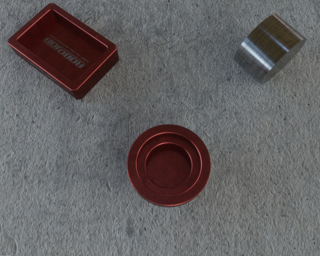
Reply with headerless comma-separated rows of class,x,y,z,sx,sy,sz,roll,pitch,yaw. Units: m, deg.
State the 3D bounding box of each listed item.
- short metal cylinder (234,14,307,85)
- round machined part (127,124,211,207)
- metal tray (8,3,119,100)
short metal cylinder,0.147,-0.105,0.418,0.080,0.080,0.050,-39,75,-13
round machined part,0.010,0.048,0.382,0.099,0.042,0.098,0,70,0
metal tray,-0.136,-0.112,0.445,0.130,0.030,0.090,36,74,12
